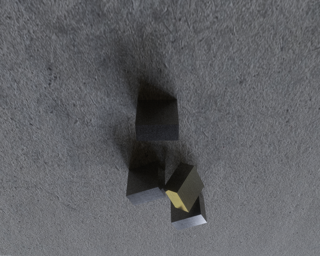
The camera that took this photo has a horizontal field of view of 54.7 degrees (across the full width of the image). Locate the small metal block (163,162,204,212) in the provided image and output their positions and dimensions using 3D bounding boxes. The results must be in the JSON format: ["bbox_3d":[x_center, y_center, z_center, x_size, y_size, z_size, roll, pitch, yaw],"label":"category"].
[{"bbox_3d":[0.037,0.088,0.463,0.025,0.050,0.050,10,141,40],"label":"small metal block"}]

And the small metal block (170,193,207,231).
[{"bbox_3d":[0.046,0.132,0.504,0.050,0.050,0.025,-21,127,16],"label":"small metal block"}]

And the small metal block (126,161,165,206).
[{"bbox_3d":[-0.020,0.082,0.460,0.050,0.050,0.025,-19,128,15],"label":"small metal block"}]

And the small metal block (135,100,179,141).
[{"bbox_3d":[-0.003,-0.010,0.382,0.050,0.050,0.025,-1,130,0],"label":"small metal block"}]
